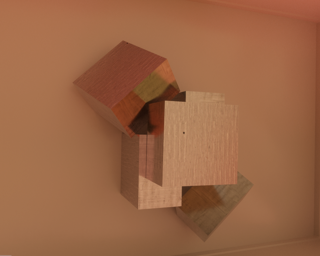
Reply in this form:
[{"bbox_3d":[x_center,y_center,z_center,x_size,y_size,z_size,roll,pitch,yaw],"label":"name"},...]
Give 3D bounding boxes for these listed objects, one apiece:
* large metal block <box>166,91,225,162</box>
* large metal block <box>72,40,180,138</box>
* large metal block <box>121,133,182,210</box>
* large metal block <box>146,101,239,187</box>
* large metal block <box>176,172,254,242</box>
[{"bbox_3d":[0.038,-0.001,0.392,0.050,0.080,0.080,1,90,-20],"label":"large metal block"},{"bbox_3d":[-0.038,-0.047,0.358,0.080,0.080,0.050,-45,139,-15],"label":"large metal block"},{"bbox_3d":[-0.013,0.047,0.375,0.050,0.080,0.080,1,90,-20],"label":"large metal block"},{"bbox_3d":[0.033,0.015,0.322,0.081,0.050,0.080,2,90,-20],"label":"large metal block"},{"bbox_3d":[0.067,0.094,0.396,0.080,0.080,0.050,-43,69,-15],"label":"large metal block"}]
